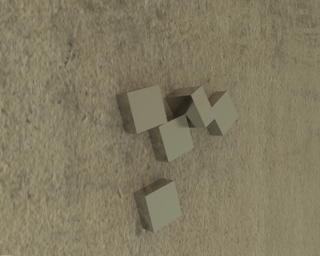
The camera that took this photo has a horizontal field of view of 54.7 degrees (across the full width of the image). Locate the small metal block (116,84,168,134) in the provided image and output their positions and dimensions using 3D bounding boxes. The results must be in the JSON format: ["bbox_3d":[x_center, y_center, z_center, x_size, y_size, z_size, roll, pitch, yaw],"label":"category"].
[{"bbox_3d":[-0.022,-0.024,0.388,0.050,0.025,0.050,-21,103,-38],"label":"small metal block"}]

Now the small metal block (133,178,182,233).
[{"bbox_3d":[-0.002,0.100,0.405,0.050,0.025,0.050,-21,104,-38],"label":"small metal block"}]

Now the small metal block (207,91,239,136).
[{"bbox_3d":[0.092,-0.023,0.485,0.050,0.025,0.050,-46,118,-30],"label":"small metal block"}]

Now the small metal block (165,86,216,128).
[{"bbox_3d":[0.041,-0.028,0.425,0.025,0.050,0.050,-42,116,-33],"label":"small metal block"}]

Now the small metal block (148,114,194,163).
[{"bbox_3d":[0.015,0.013,0.419,0.050,0.025,0.050,-26,107,-37],"label":"small metal block"}]
